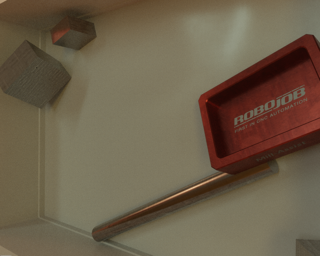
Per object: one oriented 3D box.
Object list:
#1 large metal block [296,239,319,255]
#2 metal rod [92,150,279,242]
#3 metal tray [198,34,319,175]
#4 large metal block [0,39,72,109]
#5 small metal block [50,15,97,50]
[{"bbox_3d":[0.144,0.141,0.240,0.050,0.080,0.080,1,88,6],"label":"large metal block"},{"bbox_3d":[0.009,0.099,0.397,0.299,0.025,0.025,-32,70,35],"label":"metal rod"},{"bbox_3d":[0.103,-0.018,0.300,0.130,0.030,0.090,-29,55,35],"label":"metal tray"},{"bbox_3d":[-0.216,-0.089,0.530,0.080,0.080,0.050,-44,62,7],"label":"large metal block"},{"bbox_3d":[-0.141,-0.154,0.504,0.050,0.050,0.025,-22,77,37],"label":"small metal block"}]
